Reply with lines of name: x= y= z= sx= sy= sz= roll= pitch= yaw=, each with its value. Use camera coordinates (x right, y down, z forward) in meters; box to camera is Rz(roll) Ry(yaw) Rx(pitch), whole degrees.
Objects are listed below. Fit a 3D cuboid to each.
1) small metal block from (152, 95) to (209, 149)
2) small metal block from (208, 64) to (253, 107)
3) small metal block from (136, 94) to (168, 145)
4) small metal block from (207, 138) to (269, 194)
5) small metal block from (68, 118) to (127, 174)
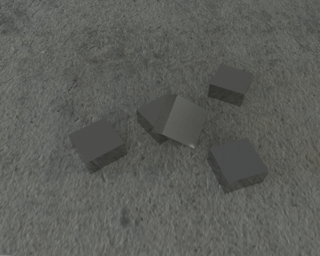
small metal block: x=0.025 y=-0.008 z=0.380 sx=0.050 sy=0.025 sz=0.050 roll=25 pitch=83 yaw=-29
small metal block: x=0.104 y=-0.064 z=0.458 sx=0.050 sy=0.025 sz=0.050 roll=20 pitch=53 yaw=15
small metal block: x=0.004 y=-0.013 z=0.414 sx=0.050 sy=0.025 sz=0.050 roll=-31 pitch=57 yaw=-24
small metal block: x=0.091 y=0.044 z=0.368 sx=0.050 sy=0.025 sz=0.050 roll=-14 pitch=52 yaw=-12
small metal block: x=-0.077 y=0.021 z=0.384 sx=0.050 sy=0.025 sz=0.050 roll=-28 pitch=56 yaw=-22
